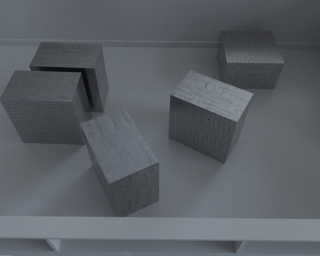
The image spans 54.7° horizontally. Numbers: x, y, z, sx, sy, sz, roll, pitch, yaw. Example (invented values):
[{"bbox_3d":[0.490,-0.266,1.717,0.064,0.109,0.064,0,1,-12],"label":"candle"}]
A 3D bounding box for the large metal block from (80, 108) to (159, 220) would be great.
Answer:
[{"bbox_3d":[-0.042,0.039,0.336,0.050,0.080,0.080,-22,54,-18],"label":"large metal block"}]

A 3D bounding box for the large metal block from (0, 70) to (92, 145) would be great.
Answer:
[{"bbox_3d":[-0.136,-0.024,0.388,0.081,0.080,0.050,2,50,1],"label":"large metal block"}]

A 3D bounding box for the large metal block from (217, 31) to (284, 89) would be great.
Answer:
[{"bbox_3d":[0.135,-0.106,0.480,0.081,0.050,0.080,1,50,0],"label":"large metal block"}]

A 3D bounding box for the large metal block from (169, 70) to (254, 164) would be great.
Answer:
[{"bbox_3d":[0.059,-0.013,0.381,0.080,0.080,0.050,25,54,19],"label":"large metal block"}]

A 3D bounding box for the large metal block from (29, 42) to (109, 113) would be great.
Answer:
[{"bbox_3d":[-0.119,-0.068,0.425,0.081,0.080,0.050,2,50,1],"label":"large metal block"}]
